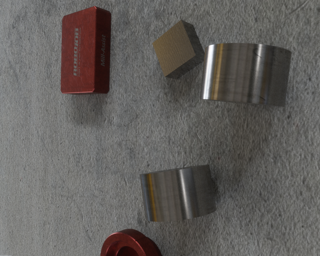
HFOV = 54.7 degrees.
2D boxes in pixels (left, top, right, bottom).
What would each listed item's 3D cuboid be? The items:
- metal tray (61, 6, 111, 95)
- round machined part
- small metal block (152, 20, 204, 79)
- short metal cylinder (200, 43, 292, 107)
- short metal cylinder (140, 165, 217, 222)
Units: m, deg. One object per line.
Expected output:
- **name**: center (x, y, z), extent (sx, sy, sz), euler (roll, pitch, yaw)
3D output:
- **metal tray**: center (-0.122, -0.120, 0.502), extent (0.090, 0.030, 0.129), euler (3, 92, 40)
- **round machined part**: center (-0.034, 0.187, 0.422), extent (0.098, 0.042, 0.097), euler (0, 90, 40)
- **small metal block**: center (0.024, -0.096, 0.386), extent (0.050, 0.025, 0.050), euler (-30, 71, 36)
- **short metal cylinder**: center (0.082, -0.049, 0.302), extent (0.080, 0.081, 0.050), euler (10, 96, 39)
- **short metal cylinder**: center (0.020, 0.072, 0.353), extent (0.080, 0.081, 0.050), euler (-14, 82, 39)
